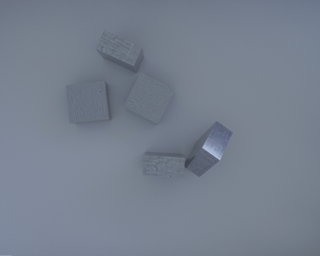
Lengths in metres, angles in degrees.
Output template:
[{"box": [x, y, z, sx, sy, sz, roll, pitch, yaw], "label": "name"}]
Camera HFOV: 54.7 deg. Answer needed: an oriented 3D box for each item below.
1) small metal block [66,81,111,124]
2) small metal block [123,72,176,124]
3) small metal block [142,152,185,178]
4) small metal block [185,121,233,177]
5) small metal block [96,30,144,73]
[{"box": [-0.094, -0.033, 0.410, 0.050, 0.025, 0.050, -6, 90, -1], "label": "small metal block"}, {"box": [-0.014, -0.038, 0.411, 0.050, 0.025, 0.050, 26, 90, -1], "label": "small metal block"}, {"box": [0.004, 0.047, 0.399, 0.050, 0.050, 0.025, 3, 90, 0], "label": "small metal block"}, {"box": [0.060, 0.027, 0.390, 0.025, 0.050, 0.050, 36, 50, -1], "label": "small metal block"}, {"box": [-0.050, -0.096, 0.398, 0.050, 0.050, 0.025, 25, 90, -1], "label": "small metal block"}]
